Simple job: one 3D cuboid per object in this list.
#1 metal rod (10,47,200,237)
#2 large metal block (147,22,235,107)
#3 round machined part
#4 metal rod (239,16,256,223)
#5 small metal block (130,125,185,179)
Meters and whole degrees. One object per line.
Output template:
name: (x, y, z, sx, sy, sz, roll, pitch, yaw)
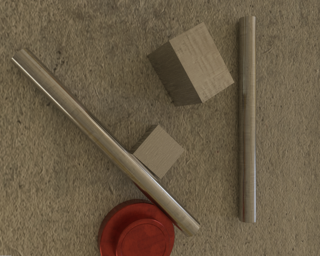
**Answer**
metal rod: (-0.058, 0.025, 0.377, 0.025, 0.025, 0.300, -46, 101, -14)
large metal block: (0.036, -0.076, 0.394, 0.050, 0.080, 0.080, -33, 101, -17)
round machined part: (-0.026, 0.143, 0.392, 0.099, 0.042, 0.097, 0, 90, -20)
metal rod: (0.130, -0.012, 0.458, 0.025, 0.025, 0.298, 0, 90, -20)
small metal block: (-0.005, 0.031, 0.408, 0.050, 0.025, 0.050, 44, 76, -15)
